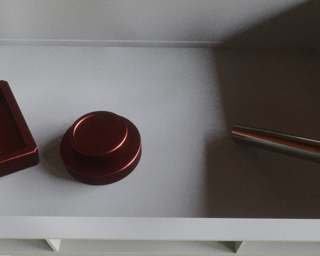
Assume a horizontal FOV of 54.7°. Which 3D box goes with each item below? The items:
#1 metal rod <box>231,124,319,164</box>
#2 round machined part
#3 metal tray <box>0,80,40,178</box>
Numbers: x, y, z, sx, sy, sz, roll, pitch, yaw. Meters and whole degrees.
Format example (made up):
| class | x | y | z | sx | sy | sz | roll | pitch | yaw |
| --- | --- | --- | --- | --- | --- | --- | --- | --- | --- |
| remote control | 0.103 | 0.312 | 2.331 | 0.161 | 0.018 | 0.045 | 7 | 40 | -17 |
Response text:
| class | x | y | z | sx | sy | sz | roll | pitch | yaw |
| --- | --- | --- | --- | --- | --- | --- | --- | --- | --- |
| metal rod | 0.198 | 0.033 | 0.293 | 0.025 | 0.025 | 0.300 | -39 | 33 | -28 |
| round machined part | -0.073 | 0.017 | 0.379 | 0.099 | 0.042 | 0.098 | 0 | 50 | 0 |
| metal tray | -0.215 | 0.002 | 0.379 | 0.091 | 0.030 | 0.130 | -19 | 58 | -29 |
